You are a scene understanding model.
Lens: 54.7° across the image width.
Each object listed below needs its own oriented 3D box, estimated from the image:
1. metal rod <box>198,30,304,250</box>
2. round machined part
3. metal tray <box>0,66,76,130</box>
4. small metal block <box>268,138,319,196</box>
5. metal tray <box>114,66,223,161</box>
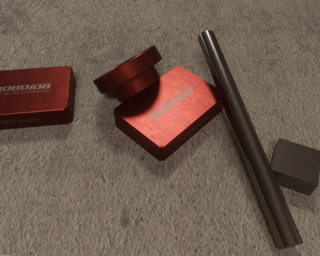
[{"bbox_3d":[0.099,-0.009,0.382,0.025,0.025,0.299,-9,60,-8],"label":"metal rod"},{"bbox_3d":[-0.039,-0.072,0.430,0.098,0.042,0.098,-28,15,8],"label":"round machined part"},{"bbox_3d":[-0.189,-0.043,0.434,0.131,0.030,0.090,-5,50,-5],"label":"metal tray"},{"bbox_3d":[0.159,0.045,0.367,0.050,0.025,0.050,19,52,14],"label":"small metal block"},{"bbox_3d":[0.015,-0.025,0.421,0.090,0.030,0.131,36,58,26],"label":"metal tray"}]
